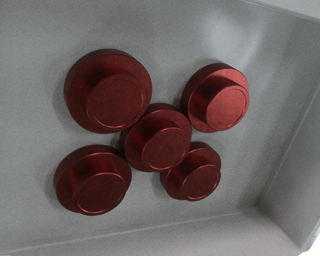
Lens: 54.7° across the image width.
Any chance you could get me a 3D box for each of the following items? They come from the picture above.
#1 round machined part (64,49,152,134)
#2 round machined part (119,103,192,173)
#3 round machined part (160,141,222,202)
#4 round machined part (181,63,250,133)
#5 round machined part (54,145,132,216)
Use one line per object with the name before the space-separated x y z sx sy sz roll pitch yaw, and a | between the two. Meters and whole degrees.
round machined part | -0.053 -0.035 0.346 0.099 0.042 0.097 -14 125 -21
round machined part | 0.000 0.020 0.409 0.099 0.042 0.097 -14 125 -21
round machined part | 0.053 0.073 0.472 0.099 0.042 0.097 -14 125 -21
round machined part | 0.081 -0.035 0.421 0.099 0.042 0.097 -14 125 -21
round machined part | -0.082 0.073 0.398 0.099 0.042 0.097 -14 125 -21
